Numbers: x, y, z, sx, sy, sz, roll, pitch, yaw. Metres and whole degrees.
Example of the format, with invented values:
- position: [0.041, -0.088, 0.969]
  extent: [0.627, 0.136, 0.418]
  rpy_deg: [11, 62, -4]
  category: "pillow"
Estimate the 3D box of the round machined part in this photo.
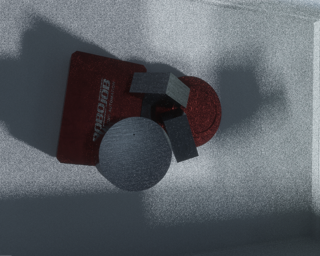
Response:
- position: [0.041, -0.022, 0.416]
  extent: [0.099, 0.042, 0.097]
  rpy_deg: [0, 90, -21]
  category: "round machined part"

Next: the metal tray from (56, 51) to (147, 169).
- position: [-0.071, -0.019, 0.378]
  extent: [0.091, 0.030, 0.129]
  rpy_deg: [8, 87, -20]
  category: "metal tray"

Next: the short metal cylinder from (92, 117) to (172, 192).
- position: [-0.033, 0.028, 0.352]
  extent: [0.081, 0.050, 0.079]
  rpy_deg: [0, 90, -21]
  category: "short metal cylinder"

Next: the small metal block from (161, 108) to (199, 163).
- position: [0.022, 0.007, 0.363]
  extent: [0.025, 0.050, 0.050]
  rpy_deg: [-18, 103, -1]
  category: "small metal block"

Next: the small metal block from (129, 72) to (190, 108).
- position: [0.001, -0.045, 0.370]
  extent: [0.050, 0.050, 0.025]
  rpy_deg: [28, 72, -55]
  category: "small metal block"
